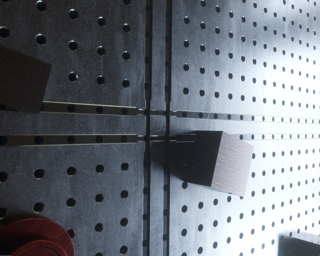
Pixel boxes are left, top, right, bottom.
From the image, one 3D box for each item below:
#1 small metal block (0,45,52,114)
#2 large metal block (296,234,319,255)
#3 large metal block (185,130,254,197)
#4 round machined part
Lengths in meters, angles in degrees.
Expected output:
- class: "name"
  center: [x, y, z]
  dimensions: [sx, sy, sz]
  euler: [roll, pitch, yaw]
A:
- class: "small metal block"
  center: [-0.137, -0.044, 0.294]
  dimensions: [0.050, 0.025, 0.050]
  euler: [18, 79, -39]
- class: "large metal block"
  center: [0.342, 0.285, 0.680]
  dimensions: [0.081, 0.050, 0.080]
  euler: [8, 85, -40]
- class: "large metal block"
  center: [0.092, 0.054, 0.470]
  dimensions: [0.080, 0.050, 0.080]
  euler: [23, 75, -38]
- class: "round machined part"
  center: [-0.127, 0.135, 0.292]
  dimensions: [0.099, 0.042, 0.097]
  euler: [0, 90, -40]
